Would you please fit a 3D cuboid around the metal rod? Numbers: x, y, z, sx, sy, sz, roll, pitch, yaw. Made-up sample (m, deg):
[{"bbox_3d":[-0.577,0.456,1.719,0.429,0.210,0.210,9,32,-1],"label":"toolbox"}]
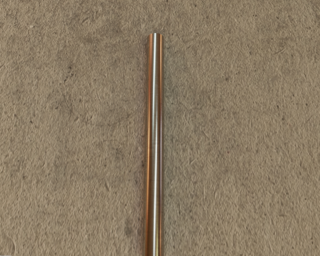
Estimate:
[{"bbox_3d":[-0.007,0.008,0.406,0.025,0.025,0.299,0,70,0],"label":"metal rod"}]
